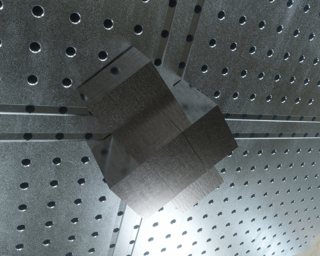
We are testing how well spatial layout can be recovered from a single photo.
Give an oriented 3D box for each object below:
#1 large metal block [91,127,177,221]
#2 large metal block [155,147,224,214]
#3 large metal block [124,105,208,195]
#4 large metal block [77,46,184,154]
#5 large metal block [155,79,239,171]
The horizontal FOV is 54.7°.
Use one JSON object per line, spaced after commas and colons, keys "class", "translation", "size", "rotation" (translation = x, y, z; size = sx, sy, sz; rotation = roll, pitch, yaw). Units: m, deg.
{"class": "large metal block", "translation": [-0.034, 0.057, 0.394], "size": [0.050, 0.080, 0.080], "rotation": [-38, 130, -3]}
{"class": "large metal block", "translation": [0.037, 0.068, 0.460], "size": [0.080, 0.050, 0.080], "rotation": [-37, 130, -3]}
{"class": "large metal block", "translation": [0.006, 0.026, 0.397], "size": [0.050, 0.080, 0.080], "rotation": [-38, 130, -3]}
{"class": "large metal block", "translation": [-0.032, -0.031, 0.356], "size": [0.080, 0.050, 0.080], "rotation": [-38, 130, -2]}
{"class": "large metal block", "translation": [0.046, -0.005, 0.400], "size": [0.050, 0.080, 0.080], "rotation": [-38, 130, -3]}
